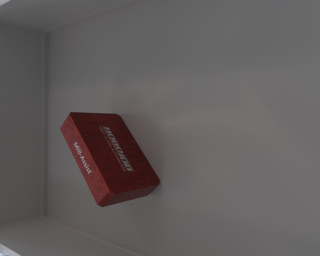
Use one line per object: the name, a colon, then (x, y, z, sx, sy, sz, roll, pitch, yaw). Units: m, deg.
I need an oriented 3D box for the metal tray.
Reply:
metal tray: (-0.068, 0.036, 0.421, 0.030, 0.091, 0.130, -49, 61, 29)
